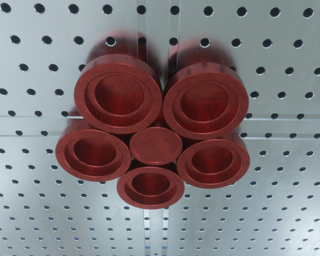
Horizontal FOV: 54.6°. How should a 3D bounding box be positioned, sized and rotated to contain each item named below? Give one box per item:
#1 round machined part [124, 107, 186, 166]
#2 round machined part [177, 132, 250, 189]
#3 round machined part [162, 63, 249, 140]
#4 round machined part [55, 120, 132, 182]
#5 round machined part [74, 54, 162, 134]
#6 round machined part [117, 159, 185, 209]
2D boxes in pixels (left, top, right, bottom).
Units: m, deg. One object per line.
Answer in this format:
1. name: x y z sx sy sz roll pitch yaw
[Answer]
1. round machined part: -0.005 0.012 0.410 0.099 0.042 0.097 0 130 0
2. round machined part: 0.072 0.038 0.433 0.099 0.042 0.097 0 130 0
3. round machined part: 0.052 -0.035 0.370 0.099 0.042 0.097 0 130 0
4. round machined part: -0.087 0.026 0.421 0.099 0.042 0.097 0 130 0
5. round machined part: -0.047 -0.043 0.363 0.099 0.042 0.097 0 130 0
6. round machined part: -0.014 0.076 0.464 0.099 0.042 0.097 0 130 0
